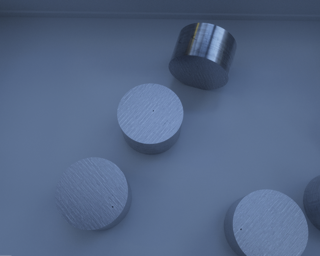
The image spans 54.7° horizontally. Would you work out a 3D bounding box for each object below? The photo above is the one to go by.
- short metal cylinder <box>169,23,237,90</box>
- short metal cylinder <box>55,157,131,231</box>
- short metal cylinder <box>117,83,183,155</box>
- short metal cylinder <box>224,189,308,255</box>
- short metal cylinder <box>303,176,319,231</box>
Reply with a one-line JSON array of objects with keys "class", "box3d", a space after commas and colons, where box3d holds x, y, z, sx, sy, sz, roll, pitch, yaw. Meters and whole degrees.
[{"class": "short metal cylinder", "box3d": [0.057, -0.094, 0.415, 0.080, 0.080, 0.050, 16, 71, 5]}, {"class": "short metal cylinder", "box3d": [-0.076, 0.080, 0.367, 0.081, 0.050, 0.080, 0, 70, 0]}, {"class": "short metal cylinder", "box3d": [-0.012, -0.010, 0.400, 0.081, 0.050, 0.080, 0, 70, 0]}, {"class": "short metal cylinder", "box3d": [0.118, 0.114, 0.355, 0.081, 0.050, 0.080, 0, 70, 0]}, {"class": "short metal cylinder", "box3d": [0.220, 0.088, 0.365, 0.081, 0.050, 0.080, 0, 70, 0]}]
